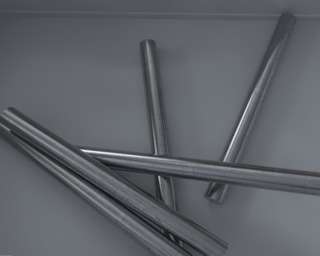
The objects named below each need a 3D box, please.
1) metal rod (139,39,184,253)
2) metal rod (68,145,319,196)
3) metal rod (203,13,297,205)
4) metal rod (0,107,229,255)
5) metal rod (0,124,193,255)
[{"bbox_3d":[0.000,0.017,0.403,0.025,0.025,0.299,-6,70,-2],"label":"metal rod"},{"bbox_3d":[0.027,0.046,0.359,0.301,0.025,0.025,5,70,15],"label":"metal rod"},{"bbox_3d":[0.130,-0.038,0.424,0.025,0.025,0.300,24,72,8],"label":"metal rod"},{"bbox_3d":[-0.060,0.060,0.358,0.301,0.025,0.025,31,73,9],"label":"metal rod"},{"bbox_3d":[-0.095,0.069,0.369,0.300,0.025,0.025,32,73,16],"label":"metal rod"}]
